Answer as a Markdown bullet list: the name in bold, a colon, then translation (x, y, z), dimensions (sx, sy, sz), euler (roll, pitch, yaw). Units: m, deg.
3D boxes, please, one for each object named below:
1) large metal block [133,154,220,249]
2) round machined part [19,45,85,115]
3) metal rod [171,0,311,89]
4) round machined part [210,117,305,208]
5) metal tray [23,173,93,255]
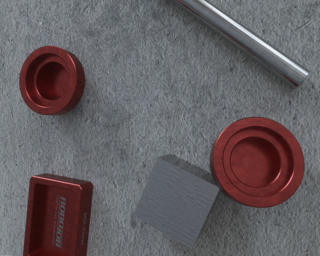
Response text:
- **large metal block**: translation (0.026, 0.087, 0.386), dimensions (0.080, 0.050, 0.080), euler (25, 98, 18)
- **round machined part**: translation (-0.151, -0.067, 0.452), dimensions (0.098, 0.042, 0.097), euler (0, 90, 19)
- **metal rod**: translation (0.053, -0.149, 0.389), dimensions (0.300, 0.025, 0.025), euler (41, 103, 15)
- **round machined part**: translation (0.105, 0.040, 0.351), dimensions (0.099, 0.042, 0.098), euler (0, 77, 0)
- **metal tray**: translation (-0.151, 0.139, 0.457), dimensions (0.090, 0.030, 0.129), euler (7, 92, 19)
